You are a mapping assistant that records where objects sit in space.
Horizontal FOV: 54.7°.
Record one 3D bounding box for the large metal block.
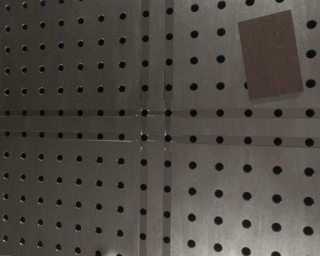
[{"bbox_3d":[0.121,-0.071,0.341,0.050,0.080,0.080,-9,87,19],"label":"large metal block"}]
